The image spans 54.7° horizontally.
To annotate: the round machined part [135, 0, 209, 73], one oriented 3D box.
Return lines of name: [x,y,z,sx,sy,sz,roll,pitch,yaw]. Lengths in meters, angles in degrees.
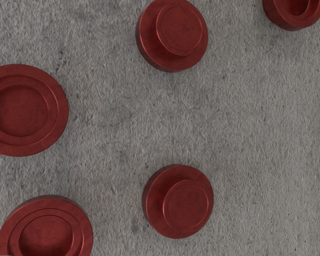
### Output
round machined part: [0.021,-0.125,0.407,0.099,0.042,0.097,0,90,-20]

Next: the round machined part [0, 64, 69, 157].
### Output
round machined part: [-0.154,-0.019,0.343,0.099,0.042,0.097,0,90,-20]

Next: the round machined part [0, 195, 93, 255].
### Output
round machined part: [-0.129,0.124,0.353,0.099,0.042,0.097,0,90,-20]

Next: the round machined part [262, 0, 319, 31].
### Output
round machined part: [0.197,-0.196,0.472,0.099,0.042,0.097,0,90,-20]

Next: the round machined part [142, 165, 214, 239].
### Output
round machined part: [0.029,0.099,0.411,0.099,0.042,0.097,0,90,-20]
